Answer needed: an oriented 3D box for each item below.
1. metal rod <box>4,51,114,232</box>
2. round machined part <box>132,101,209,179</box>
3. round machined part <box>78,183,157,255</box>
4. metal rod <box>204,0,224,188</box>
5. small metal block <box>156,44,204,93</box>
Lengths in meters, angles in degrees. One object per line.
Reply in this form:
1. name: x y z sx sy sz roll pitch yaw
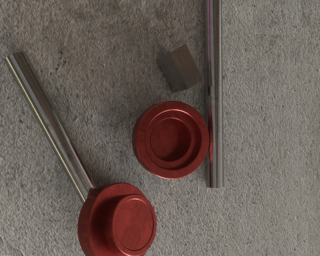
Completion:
1. metal rod: -0.100 0.052 0.372 0.025 0.025 0.299 -29 100 -18
2. round machined part: 0.011 0.015 0.404 0.099 0.042 0.097 0 90 -20
3. round machined part: -0.042 0.113 0.362 0.099 0.042 0.098 18 64 -43
4. metal rod: 0.076 -0.067 0.437 0.025 0.025 0.298 -1 90 -20
5. small metal block: 0.025 -0.076 0.405 0.025 0.050 0.050 -32 101 -17
